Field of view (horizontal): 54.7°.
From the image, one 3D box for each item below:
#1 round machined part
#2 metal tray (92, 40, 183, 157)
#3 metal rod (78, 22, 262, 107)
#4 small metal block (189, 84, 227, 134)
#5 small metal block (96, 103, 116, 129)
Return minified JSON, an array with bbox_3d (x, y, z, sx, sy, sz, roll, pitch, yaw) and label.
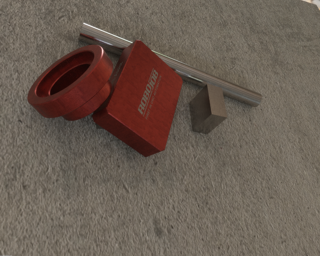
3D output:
[{"bbox_3d":[-0.094,-0.046,0.348,0.042,0.098,0.098,56,40,-37],"label":"round machined part"},{"bbox_3d":[-0.022,-0.040,0.397,0.090,0.030,0.130,38,48,-27],"label":"metal tray"},{"bbox_3d":[0.027,-0.090,0.475,0.302,0.025,0.025,18,55,-19],"label":"metal rod"},{"bbox_3d":[0.067,-0.026,0.442,0.025,0.050,0.050,11,57,-23],"label":"small metal block"},{"bbox_3d":[-0.056,-0.027,0.391,0.050,0.025,0.050,1,62,-28],"label":"small metal block"}]
